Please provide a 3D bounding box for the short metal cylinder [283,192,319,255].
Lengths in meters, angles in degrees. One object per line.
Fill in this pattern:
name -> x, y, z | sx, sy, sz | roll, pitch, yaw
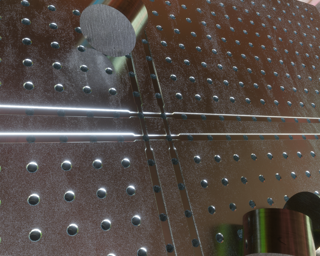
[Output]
short metal cylinder -> 0.207, 0.129, 0.408 | 0.050, 0.080, 0.080 | 20, 54, -17

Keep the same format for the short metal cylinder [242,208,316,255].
short metal cylinder -> 0.139, 0.135, 0.368 | 0.080, 0.080, 0.050 | 23, 53, -15

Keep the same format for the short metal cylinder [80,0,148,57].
short metal cylinder -> -0.063, -0.147, 0.430 | 0.080, 0.080, 0.050 | 29, 52, -10
